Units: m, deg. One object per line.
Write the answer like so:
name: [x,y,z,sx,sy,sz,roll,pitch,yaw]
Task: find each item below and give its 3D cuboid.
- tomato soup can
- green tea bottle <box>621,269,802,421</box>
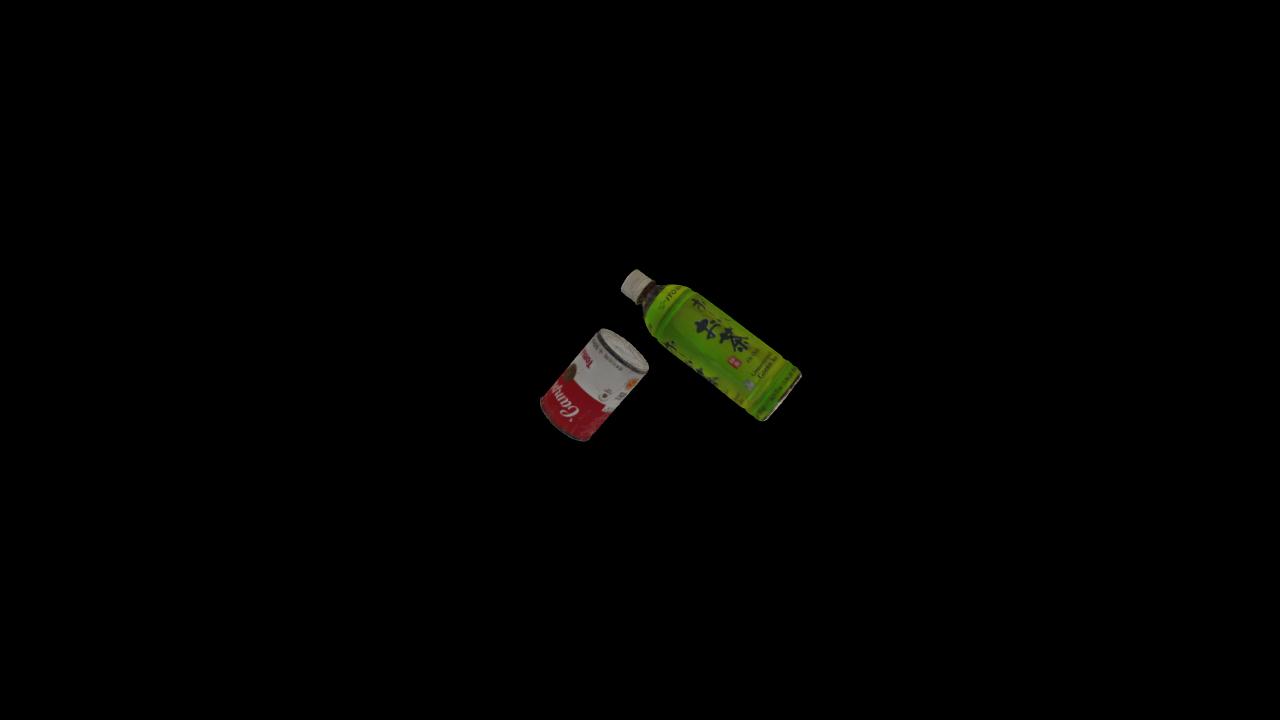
tomato soup can: [-0.046,0.026,0.636,0.068,0.101,0.068,38,15,-12]
green tea bottle: [0.069,-0.024,0.662,0.212,0.073,0.073,38,9,12]
